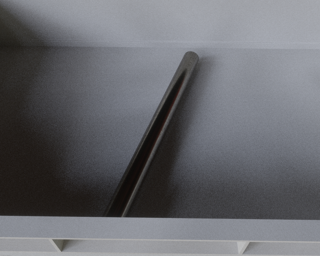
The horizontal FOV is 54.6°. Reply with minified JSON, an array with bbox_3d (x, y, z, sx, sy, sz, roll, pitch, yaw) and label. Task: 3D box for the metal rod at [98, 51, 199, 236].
[{"bbox_3d":[-0.001,-0.004,0.406,0.025,0.025,0.301,16,52,13],"label":"metal rod"}]
